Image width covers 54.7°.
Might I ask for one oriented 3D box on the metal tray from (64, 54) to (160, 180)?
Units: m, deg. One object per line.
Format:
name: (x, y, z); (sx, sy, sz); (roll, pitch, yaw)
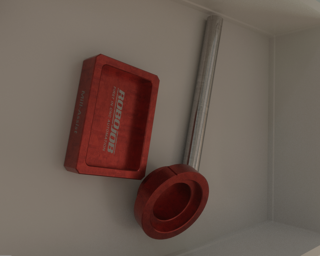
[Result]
metal tray: (-0.052, -0.009, 0.360); (0.091, 0.030, 0.129); (14, 81, -39)

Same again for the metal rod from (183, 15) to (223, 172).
metal rod: (0.059, -0.023, 0.458); (0.025, 0.025, 0.299); (17, 79, -39)

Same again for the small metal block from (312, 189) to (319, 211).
small metal block: (0.391, 0.174, 0.742); (0.050, 0.025, 0.050); (16, 80, -39)

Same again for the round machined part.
round machined part: (0.010, 0.087, 0.391); (0.099, 0.042, 0.097); (-16, 122, -27)
